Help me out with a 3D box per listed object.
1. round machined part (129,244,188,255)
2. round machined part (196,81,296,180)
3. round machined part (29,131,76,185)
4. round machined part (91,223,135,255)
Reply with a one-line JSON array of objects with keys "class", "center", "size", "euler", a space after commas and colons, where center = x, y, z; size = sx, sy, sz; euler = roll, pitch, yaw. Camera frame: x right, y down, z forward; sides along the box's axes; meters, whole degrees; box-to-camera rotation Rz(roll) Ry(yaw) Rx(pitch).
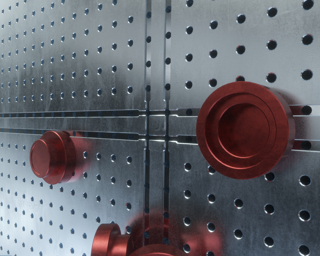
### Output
[{"class": "round machined part", "center": [-0.001, 0.186, 0.377], "size": [0.099, 0.042, 0.097], "euler": [0, 98, 3]}, {"class": "round machined part", "center": [0.090, 0.002, 0.323], "size": [0.098, 0.042, 0.097], "euler": [0, 90, 39]}, {"class": "round machined part", "center": [-0.199, 0.054, 0.559], "size": [0.098, 0.042, 0.097], "euler": [0, 90, 39]}, {"class": "round machined part", "center": [-0.060, 0.181, 0.422], "size": [0.042, 0.098, 0.097], "euler": [-2, 89, 4]}]
